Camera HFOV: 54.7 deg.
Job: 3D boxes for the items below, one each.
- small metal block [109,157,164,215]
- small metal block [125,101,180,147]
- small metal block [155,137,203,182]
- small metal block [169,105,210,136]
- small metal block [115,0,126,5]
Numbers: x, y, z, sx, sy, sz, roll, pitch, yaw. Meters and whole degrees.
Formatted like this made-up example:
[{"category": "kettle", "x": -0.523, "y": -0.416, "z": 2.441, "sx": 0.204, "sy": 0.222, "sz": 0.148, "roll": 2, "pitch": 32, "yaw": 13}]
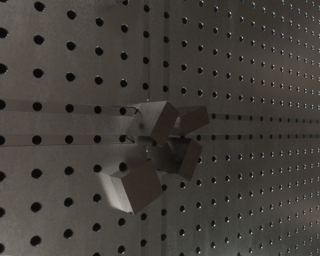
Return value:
[{"category": "small metal block", "x": -0.028, "y": 0.071, "z": 0.387, "sx": 0.050, "sy": 0.025, "sz": 0.050, "roll": -29, "pitch": 109, "yaw": -36}, {"category": "small metal block", "x": -0.010, "y": -0.005, "z": 0.387, "sx": 0.025, "sy": 0.050, "sz": 0.050, "roll": 40, "pitch": 65, "yaw": -33}, {"category": "small metal block", "x": 0.024, "y": 0.041, "z": 0.415, "sx": 0.025, "sy": 0.050, "sz": 0.050, "roll": 36, "pitch": 68, "yaw": -35}, {"category": "small metal block", "x": 0.030, "y": -0.010, "z": 0.420, "sx": 0.050, "sy": 0.050, "sz": 0.025, "roll": -25, "pitch": 106, "yaw": -38}, {"category": "small metal block", "x": -0.029, "y": -0.178, "z": 0.370, "sx": 0.050, "sy": 0.050, "sz": 0.025, "roll": -51, "pitch": 120, "yaw": -28}]
